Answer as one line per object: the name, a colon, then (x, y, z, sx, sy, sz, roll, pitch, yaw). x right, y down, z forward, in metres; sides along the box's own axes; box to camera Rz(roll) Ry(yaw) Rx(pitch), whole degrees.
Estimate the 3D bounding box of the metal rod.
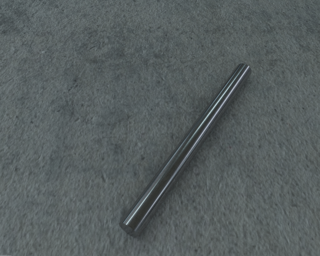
metal rod: (0.049, 0.007, 0.397, 0.025, 0.025, 0.301, 26, 54, 20)
